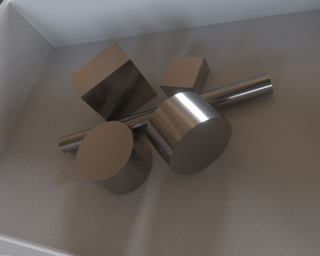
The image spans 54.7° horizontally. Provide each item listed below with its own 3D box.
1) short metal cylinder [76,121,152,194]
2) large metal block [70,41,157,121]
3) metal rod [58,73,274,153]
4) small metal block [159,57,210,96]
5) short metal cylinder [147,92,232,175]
[{"bbox_3d":[-0.057,0.038,0.392,0.080,0.050,0.080,-13,56,20],"label":"short metal cylinder"},{"bbox_3d":[-0.064,-0.060,0.438,0.080,0.080,0.050,-37,51,3],"label":"large metal block"},{"bbox_3d":[-0.006,-0.014,0.415,0.301,0.025,0.025,-16,55,18],"label":"metal rod"},{"bbox_3d":[0.034,-0.070,0.428,0.050,0.025,0.050,9,66,31],"label":"small metal block"},{"bbox_3d":[0.032,0.006,0.347,0.080,0.080,0.050,-40,51,0],"label":"short metal cylinder"}]
